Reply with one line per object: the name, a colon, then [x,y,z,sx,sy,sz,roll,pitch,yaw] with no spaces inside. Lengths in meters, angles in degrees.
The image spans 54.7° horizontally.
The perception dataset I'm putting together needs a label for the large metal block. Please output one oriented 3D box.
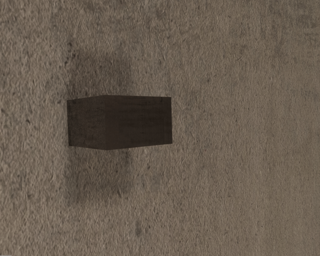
large metal block: [-0.044,-0.007,0.334,0.081,0.080,0.050,-3,92,-40]
